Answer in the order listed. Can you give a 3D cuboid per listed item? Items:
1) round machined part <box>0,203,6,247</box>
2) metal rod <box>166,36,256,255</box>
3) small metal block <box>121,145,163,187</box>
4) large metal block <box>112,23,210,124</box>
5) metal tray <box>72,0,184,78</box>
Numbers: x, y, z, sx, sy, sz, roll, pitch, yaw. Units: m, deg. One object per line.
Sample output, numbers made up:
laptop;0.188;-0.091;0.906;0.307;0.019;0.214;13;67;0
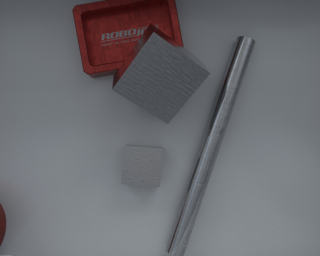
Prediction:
round machined part;-0.241;0.129;0.390;0.099;0.042;0.098;-1;71;4
metal rod;0.067;0.024;0.412;0.025;0.025;0.298;19;90;-1
small metal block;-0.023;0.049;0.411;0.050;0.025;0.050;4;90;-1
large metal block;-0.001;-0.065;0.375;0.080;0.050;0.080;32;111;-21
metal tray;-0.040;-0.122;0.408;0.131;0.030;0.089;-10;90;-1
